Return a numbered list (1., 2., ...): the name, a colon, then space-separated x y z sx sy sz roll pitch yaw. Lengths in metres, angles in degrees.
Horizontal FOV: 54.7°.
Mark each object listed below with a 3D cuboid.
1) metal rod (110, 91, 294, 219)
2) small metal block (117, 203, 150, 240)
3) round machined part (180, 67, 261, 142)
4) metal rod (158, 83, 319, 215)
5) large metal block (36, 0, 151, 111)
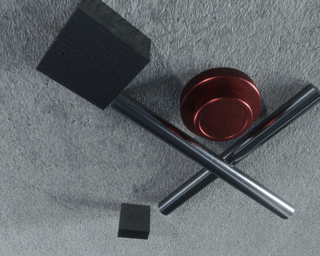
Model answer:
1. metal rod: 0.067 0.044 0.418 0.301 0.025 0.025 33 123 -16
2. small metal block: -0.043 0.158 0.525 0.050 0.050 0.025 8 130 -7
3. round machined part: 0.074 -0.021 0.379 0.099 0.042 0.097 -1 130 0
4. metal rod: 0.098 0.046 0.447 0.025 0.025 0.299 30 124 -24
5. large metal block: -0.067 -0.078 0.324 0.080 0.050 0.080 33 122 -25
